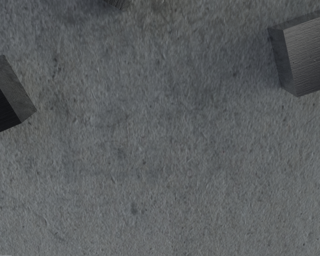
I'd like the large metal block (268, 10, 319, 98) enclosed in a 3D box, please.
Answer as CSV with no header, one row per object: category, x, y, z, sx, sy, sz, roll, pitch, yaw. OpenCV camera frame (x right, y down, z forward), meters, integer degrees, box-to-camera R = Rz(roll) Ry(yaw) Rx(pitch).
large metal block,0.184,-0.092,0.365,0.080,0.050,0.080,-19,109,6

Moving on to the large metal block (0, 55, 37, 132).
large metal block,-0.216,-0.034,0.381,0.080,0.050,0.080,-22,109,7

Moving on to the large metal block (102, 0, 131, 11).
large metal block,-0.057,-0.182,0.329,0.080,0.050,0.080,26,108,-10
